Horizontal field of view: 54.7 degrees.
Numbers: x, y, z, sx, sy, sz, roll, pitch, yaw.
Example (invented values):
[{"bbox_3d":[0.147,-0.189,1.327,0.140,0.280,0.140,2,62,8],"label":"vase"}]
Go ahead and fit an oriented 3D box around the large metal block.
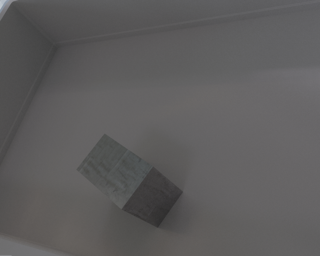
[{"bbox_3d":[-0.032,0.060,0.351,0.080,0.080,0.050,29,78,37],"label":"large metal block"}]
